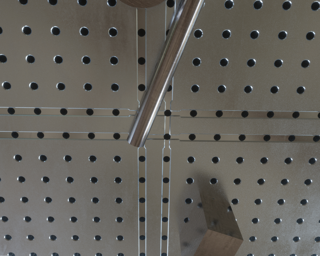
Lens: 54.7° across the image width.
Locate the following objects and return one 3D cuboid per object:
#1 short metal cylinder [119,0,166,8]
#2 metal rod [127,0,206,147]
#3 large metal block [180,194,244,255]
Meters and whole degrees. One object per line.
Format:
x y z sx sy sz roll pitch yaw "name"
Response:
-0.019 -0.172 0.336 0.081 0.050 0.079 0 110 -1 "short metal cylinder"
0.021 -0.106 0.361 0.025 0.025 0.298 20 114 -8 "metal rod"
0.069 0.156 0.443 0.050 0.080 0.079 20 109 -8 "large metal block"
